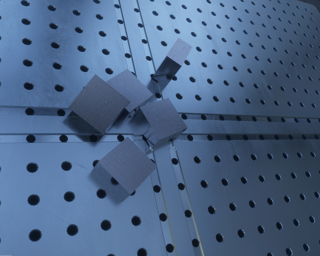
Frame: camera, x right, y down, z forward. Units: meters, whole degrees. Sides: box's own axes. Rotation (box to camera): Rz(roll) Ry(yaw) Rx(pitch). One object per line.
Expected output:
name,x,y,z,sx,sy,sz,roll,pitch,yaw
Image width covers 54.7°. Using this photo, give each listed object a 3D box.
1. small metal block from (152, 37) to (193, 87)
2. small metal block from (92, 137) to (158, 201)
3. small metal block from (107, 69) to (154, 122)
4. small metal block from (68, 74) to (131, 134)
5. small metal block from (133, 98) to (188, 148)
small metal block,0.018,-0.099,0.464,0.025,0.050,0.050,33,51,-7
small metal block,-0.040,0.047,0.359,0.050,0.025,0.050,45,51,3
small metal block,-0.046,-0.044,0.411,0.050,0.025,0.050,45,51,3
small metal block,-0.071,-0.028,0.371,0.050,0.025,0.050,39,90,-3
small metal block,0.000,-0.008,0.414,0.050,0.025,0.050,-22,74,-36
